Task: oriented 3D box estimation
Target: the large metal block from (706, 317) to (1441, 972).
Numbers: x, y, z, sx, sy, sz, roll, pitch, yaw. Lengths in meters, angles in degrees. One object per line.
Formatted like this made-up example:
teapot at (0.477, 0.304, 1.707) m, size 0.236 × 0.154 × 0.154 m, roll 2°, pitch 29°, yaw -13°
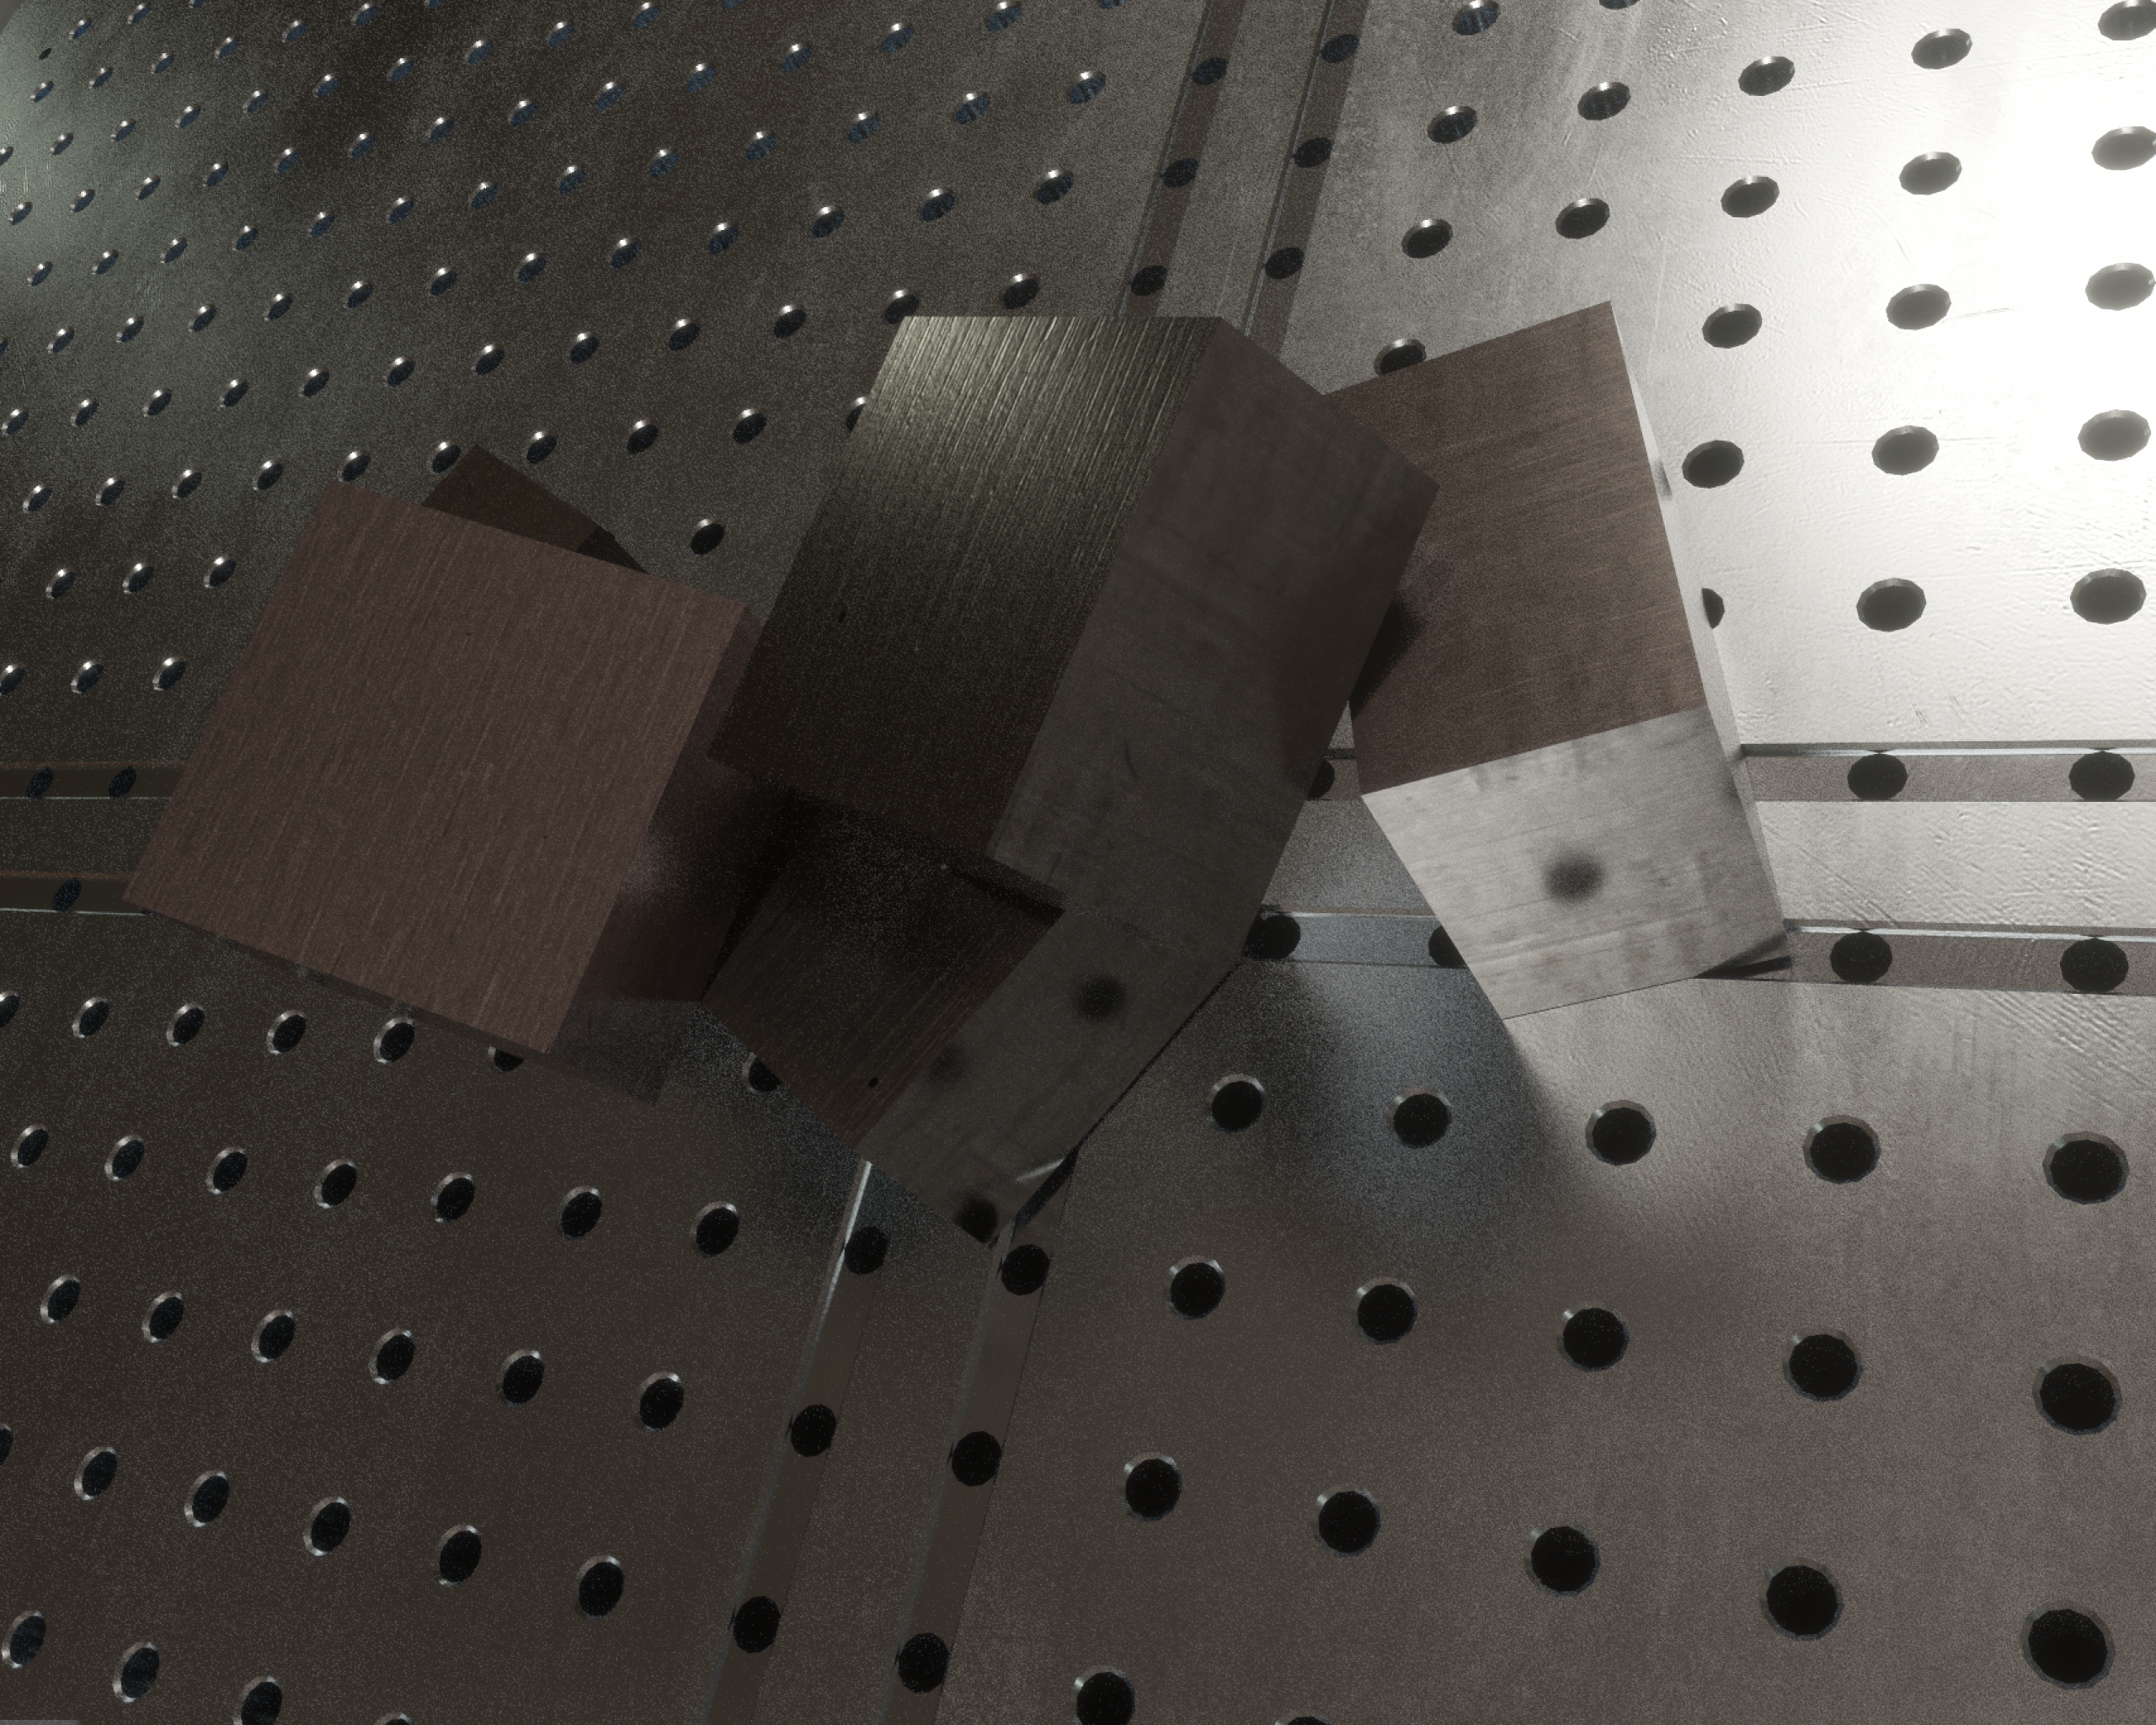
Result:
large metal block at (-0.003, -0.037, 0.326) m, size 0.080 × 0.050 × 0.080 m, roll 19°, pitch 84°, yaw 51°

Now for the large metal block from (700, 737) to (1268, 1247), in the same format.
large metal block at (-0.026, 0.011, 0.397) m, size 0.080 × 0.050 × 0.080 m, roll -48°, pitch 52°, yaw -6°

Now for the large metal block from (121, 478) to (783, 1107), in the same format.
large metal block at (-0.103, -0.011, 0.367) m, size 0.080 × 0.050 × 0.080 m, roll 18°, pitch 77°, yaw 13°

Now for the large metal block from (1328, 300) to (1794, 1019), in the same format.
large metal block at (0.080, -0.031, 0.349) m, size 0.050 × 0.080 × 0.080 m, roll -15°, pitch 56°, yaw 19°

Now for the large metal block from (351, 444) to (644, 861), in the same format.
large metal block at (-0.119, -0.028, 0.450) m, size 0.050 × 0.080 × 0.080 m, roll 34°, pitch 81°, yaw 38°
